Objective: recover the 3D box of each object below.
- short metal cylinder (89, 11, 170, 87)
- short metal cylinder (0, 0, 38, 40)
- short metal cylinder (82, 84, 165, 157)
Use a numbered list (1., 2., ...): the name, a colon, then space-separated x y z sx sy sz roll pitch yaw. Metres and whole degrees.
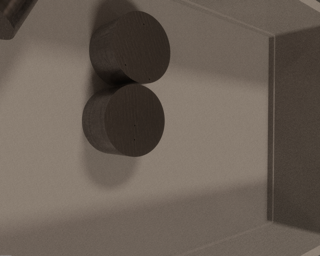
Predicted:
1. short metal cylinder: -0.035 -0.089 0.363 0.081 0.050 0.079 0 90 -40
2. short metal cylinder: -0.144 -0.118 0.250 0.080 0.080 0.050 35 68 -35
3. short metal cylinder: -0.041 -0.008 0.357 0.081 0.050 0.079 0 90 -40
